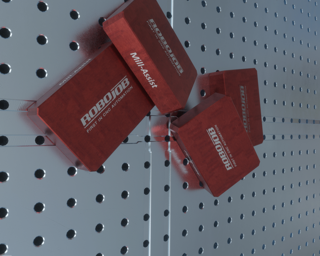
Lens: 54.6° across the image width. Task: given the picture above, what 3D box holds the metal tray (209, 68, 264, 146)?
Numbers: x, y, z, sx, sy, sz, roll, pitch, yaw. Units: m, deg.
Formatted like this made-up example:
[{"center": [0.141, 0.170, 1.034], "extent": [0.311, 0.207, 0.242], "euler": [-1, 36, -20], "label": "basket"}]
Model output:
[{"center": [0.128, -0.030, 0.511], "extent": [0.091, 0.030, 0.129], "euler": [-13, 98, -39], "label": "metal tray"}]

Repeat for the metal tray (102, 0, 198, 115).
[{"center": [-0.005, -0.092, 0.380], "extent": [0.130, 0.030, 0.090], "euler": [55, 36, -26], "label": "metal tray"}]

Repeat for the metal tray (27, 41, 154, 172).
[{"center": [-0.066, -0.027, 0.349], "extent": [0.130, 0.030, 0.090], "euler": [-50, 120, -28], "label": "metal tray"}]

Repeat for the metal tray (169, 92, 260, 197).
[{"center": [0.083, 0.025, 0.453], "extent": [0.090, 0.030, 0.130], "euler": [-35, 114, -10], "label": "metal tray"}]
